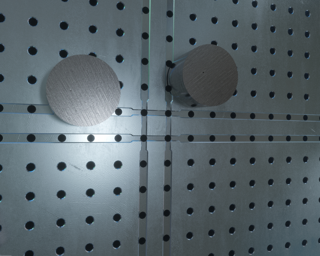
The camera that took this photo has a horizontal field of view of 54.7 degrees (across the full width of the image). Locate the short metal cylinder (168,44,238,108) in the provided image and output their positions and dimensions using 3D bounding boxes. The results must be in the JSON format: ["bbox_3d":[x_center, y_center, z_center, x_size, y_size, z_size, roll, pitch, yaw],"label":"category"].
[{"bbox_3d":[0.057,-0.068,0.420,0.081,0.050,0.079,0,90,-20],"label":"short metal cylinder"}]

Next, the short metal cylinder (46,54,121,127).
[{"bbox_3d":[-0.092,-0.042,0.365,0.081,0.050,0.079,0,90,-20],"label":"short metal cylinder"}]
